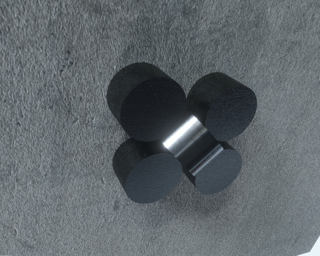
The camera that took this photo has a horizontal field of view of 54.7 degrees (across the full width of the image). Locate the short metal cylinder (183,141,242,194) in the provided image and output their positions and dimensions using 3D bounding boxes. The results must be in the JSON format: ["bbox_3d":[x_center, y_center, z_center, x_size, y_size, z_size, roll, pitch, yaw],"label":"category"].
[{"bbox_3d":[0.075,0.052,0.466,0.081,0.050,0.079,-14,125,-21],"label":"short metal cylinder"}]

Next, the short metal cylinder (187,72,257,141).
[{"bbox_3d":[0.082,-0.029,0.419,0.081,0.050,0.079,-14,125,-21],"label":"short metal cylinder"}]

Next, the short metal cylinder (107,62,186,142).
[{"bbox_3d":[-0.016,-0.031,0.364,0.081,0.050,0.079,-14,125,-21],"label":"short metal cylinder"}]

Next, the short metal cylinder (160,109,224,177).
[{"bbox_3d":[0.037,0.017,0.405,0.050,0.080,0.080,-43,130,1],"label":"short metal cylinder"}]

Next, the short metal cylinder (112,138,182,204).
[{"bbox_3d":[-0.017,0.054,0.416,0.081,0.050,0.079,-14,125,-21],"label":"short metal cylinder"}]
